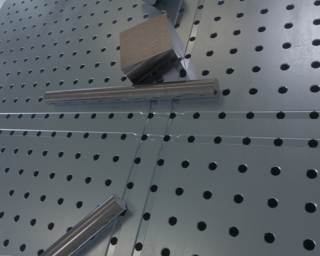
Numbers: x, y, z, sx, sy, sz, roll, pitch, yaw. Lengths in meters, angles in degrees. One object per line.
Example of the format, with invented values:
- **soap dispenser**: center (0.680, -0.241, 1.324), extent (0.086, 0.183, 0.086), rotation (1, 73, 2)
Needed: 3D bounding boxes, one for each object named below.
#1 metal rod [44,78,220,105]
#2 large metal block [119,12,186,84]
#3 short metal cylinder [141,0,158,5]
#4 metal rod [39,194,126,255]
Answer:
- **metal rod**: center (-0.060, -0.052, 0.471), extent (0.300, 0.025, 0.025), rotation (0, 62, 28)
- **large metal block**: center (-0.013, -0.116, 0.470), extent (0.080, 0.050, 0.080), rotation (-19, 54, 17)
- **short metal cylinder**: center (-0.022, -0.268, 0.549), extent (0.080, 0.080, 0.050), rotation (35, 82, 38)
- **metal rod**: center (-0.164, 0.186, 0.379), extent (0.300, 0.025, 0.025), rotation (-40, 51, 0)
